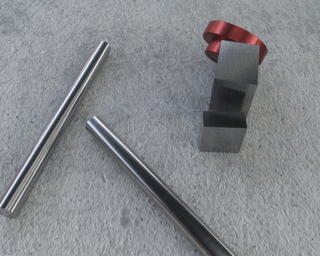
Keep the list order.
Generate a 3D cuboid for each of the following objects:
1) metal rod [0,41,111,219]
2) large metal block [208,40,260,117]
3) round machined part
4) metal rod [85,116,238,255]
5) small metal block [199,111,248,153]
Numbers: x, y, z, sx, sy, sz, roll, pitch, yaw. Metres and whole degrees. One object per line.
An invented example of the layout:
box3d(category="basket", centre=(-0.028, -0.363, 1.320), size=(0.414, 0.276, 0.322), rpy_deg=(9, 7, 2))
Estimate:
box3d(category="metal rod", centre=(-0.128, -0.022, 0.420), size=(0.025, 0.025, 0.300), rpy_deg=(11, 51, 8))
box3d(category="large metal block", centre=(0.098, -0.059, 0.418), size=(0.050, 0.080, 0.080), rpy_deg=(11, 51, 8))
box3d(category="round machined part", centre=(0.107, -0.117, 0.469), size=(0.098, 0.098, 0.042), rpy_deg=(30, 94, 22))
box3d(category="metal rod", centre=(0.011, 0.082, 0.334), size=(0.025, 0.025, 0.300), rpy_deg=(-34, 58, -25))
box3d(category="small metal block", centre=(0.076, 0.006, 0.383), size=(0.050, 0.050, 0.025), rpy_deg=(2, 50, 1))
